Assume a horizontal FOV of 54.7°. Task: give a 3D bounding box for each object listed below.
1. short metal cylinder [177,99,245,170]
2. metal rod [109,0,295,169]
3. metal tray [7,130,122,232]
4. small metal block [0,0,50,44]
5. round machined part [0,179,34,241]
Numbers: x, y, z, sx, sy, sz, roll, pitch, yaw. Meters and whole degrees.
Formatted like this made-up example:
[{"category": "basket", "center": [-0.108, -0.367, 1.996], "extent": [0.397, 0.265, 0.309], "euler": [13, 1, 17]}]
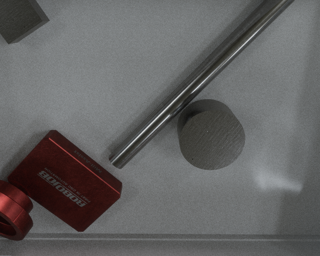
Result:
[{"category": "short metal cylinder", "center": [0.064, 0.007, 0.402], "extent": [0.081, 0.050, 0.079], "euler": [0, 110, -1]}, {"category": "metal rod", "center": [0.043, -0.054, 0.391], "extent": [0.025, 0.025, 0.299], "euler": [42, 104, -14]}, {"category": "metal tray", "center": [-0.130, 0.076, 0.435], "extent": [0.130, 0.030, 0.090], "euler": [42, 104, -14]}, {"category": "small metal block", "center": [-0.168, -0.134, 0.360], "extent": [0.050, 0.025, 0.050], "euler": [-30, 108, 10]}, {"category": "round machined part", "center": [-0.216, 0.108, 0.424], "extent": [0.098, 0.042, 0.097], "euler": [14, 135, 15]}]
